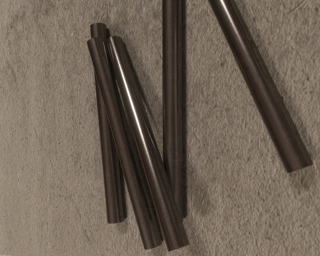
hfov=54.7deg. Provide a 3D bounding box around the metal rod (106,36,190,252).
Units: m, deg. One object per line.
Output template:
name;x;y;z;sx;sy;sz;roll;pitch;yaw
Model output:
metal rod;-0.024;0.002;0.399;0.025;0.025;0.299;-36;61;34

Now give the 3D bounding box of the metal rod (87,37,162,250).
metal rod;-0.052;0.015;0.431;0.025;0.025;0.299;-23;80;37

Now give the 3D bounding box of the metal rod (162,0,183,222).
metal rod;0.016;-0.032;0.390;0.025;0.025;0.298;-1;90;39

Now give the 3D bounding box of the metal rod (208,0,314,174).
metal rod;0.085;-0.097;0.333;0.025;0.025;0.299;-31;71;35

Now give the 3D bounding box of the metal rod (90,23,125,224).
metal rod;-0.080;-0.010;0.468;0.025;0.025;0.298;-10;84;39
